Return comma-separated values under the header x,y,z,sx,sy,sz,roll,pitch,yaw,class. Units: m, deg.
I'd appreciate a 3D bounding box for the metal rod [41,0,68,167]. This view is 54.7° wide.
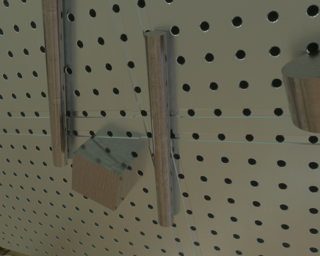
x,y,z,sx,sy,sz,roll,pitch,yaw,class
-0.151,-0.060,0.453,0.025,0.025,0.298,21,127,15,metal rod

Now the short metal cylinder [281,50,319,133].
x,y,z,sx,sy,sz,roll,pitch,yaw,class
0.154,-0.036,0.272,0.080,0.080,0.050,-7,115,31,short metal cylinder

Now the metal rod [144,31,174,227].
x,y,z,sx,sy,sz,roll,pitch,yaw,class
0.002,0.022,0.423,0.025,0.025,0.298,11,123,22,metal rod

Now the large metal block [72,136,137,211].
x,y,z,sx,sy,sz,roll,pitch,yaw,class
-0.089,0.071,0.486,0.080,0.050,0.079,23,127,14,large metal block
